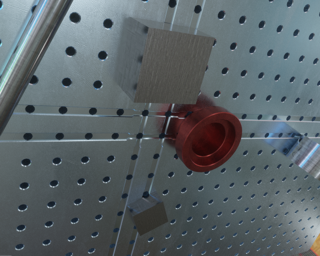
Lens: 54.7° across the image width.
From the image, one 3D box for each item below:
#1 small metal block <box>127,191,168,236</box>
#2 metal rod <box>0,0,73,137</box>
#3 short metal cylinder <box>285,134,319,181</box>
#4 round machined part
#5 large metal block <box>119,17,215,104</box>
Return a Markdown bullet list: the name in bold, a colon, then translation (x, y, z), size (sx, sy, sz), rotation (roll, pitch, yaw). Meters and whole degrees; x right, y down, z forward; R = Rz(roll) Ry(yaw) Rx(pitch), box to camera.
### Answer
- **small metal block**: translation (-0.019, 0.134, 0.486), size (0.050, 0.025, 0.050), rotation (-23, 127, -15)
- **metal rod**: translation (-0.127, -0.070, 0.298), size (0.025, 0.025, 0.299), rotation (24, 105, -37)
- **short metal cylinder**: translation (0.280, 0.056, 0.567), size (0.080, 0.080, 0.050), rotation (27, 103, -38)
- **round machined part**: translation (0.065, 0.012, 0.445), size (0.099, 0.042, 0.097), rotation (-14, 125, -21)
- **large metal block**: translation (0.005, -0.075, 0.353), size (0.081, 0.050, 0.079), rotation (-1, 119, -29)
